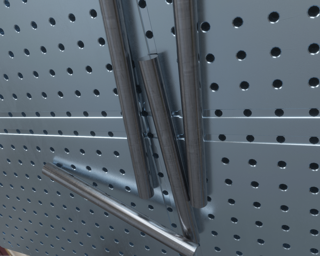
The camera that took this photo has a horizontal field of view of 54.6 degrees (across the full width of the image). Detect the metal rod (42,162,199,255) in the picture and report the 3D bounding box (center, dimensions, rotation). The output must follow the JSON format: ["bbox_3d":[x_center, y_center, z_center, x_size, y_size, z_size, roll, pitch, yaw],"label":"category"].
[{"bbox_3d":[-0.077,0.130,0.514,0.300,0.025,0.025,23,127,20],"label":"metal rod"}]

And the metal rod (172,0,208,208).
[{"bbox_3d":[0.039,-0.023,0.376,0.025,0.025,0.298,7,122,25],"label":"metal rod"}]

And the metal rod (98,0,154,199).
[{"bbox_3d":[-0.040,-0.027,0.416,0.025,0.025,0.298,6,121,25],"label":"metal rod"}]

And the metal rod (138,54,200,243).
[{"bbox_3d":[0.019,0.048,0.431,0.025,0.025,0.298,0,119,28],"label":"metal rod"}]
